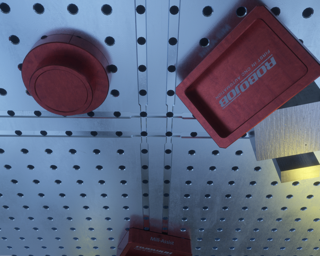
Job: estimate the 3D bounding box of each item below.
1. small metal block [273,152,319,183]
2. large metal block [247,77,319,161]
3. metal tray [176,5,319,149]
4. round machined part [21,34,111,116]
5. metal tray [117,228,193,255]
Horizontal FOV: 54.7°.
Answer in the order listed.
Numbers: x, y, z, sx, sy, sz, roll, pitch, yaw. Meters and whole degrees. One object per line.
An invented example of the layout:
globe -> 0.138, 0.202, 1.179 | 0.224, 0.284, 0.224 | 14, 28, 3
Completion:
small metal block -> 0.189, 0.046, 0.436 | 0.050, 0.050, 0.025 | -12, 129, 9
large metal block -> 0.154, -0.010, 0.388 | 0.080, 0.050, 0.080 | -11, 130, 9
metal tray -> 0.090, -0.050, 0.332 | 0.129, 0.030, 0.090 | -44, 78, 30
round machined part -> -0.108, -0.053, 0.354 | 0.099, 0.042, 0.097 | 0, 130, 0
metal tray -> -0.012, 0.247, 0.618 | 0.131, 0.030, 0.089 | 17, 128, -14
